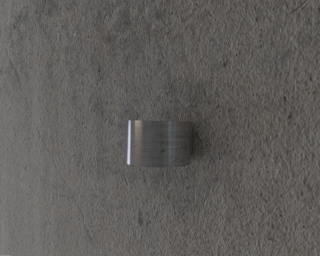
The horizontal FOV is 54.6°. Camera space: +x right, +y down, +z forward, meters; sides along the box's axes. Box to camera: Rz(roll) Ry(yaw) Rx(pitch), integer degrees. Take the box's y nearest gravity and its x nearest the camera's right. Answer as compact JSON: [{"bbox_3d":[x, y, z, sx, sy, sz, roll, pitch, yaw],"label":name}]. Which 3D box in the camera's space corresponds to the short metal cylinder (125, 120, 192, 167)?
[{"bbox_3d":[-0.002,0.016,0.372,0.080,0.081,0.050,3,92,40],"label":"short metal cylinder"}]
